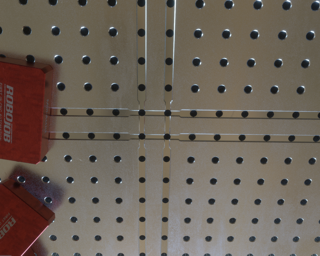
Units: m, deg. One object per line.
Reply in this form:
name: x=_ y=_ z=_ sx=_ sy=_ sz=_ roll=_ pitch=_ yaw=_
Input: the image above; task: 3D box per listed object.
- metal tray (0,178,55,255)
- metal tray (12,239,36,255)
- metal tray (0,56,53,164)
metal tray: x=-0.227 y=0.149 z=0.440 sx=0.090 sy=0.030 sz=0.130 roll=41 pitch=92 yaw=-4
metal tray: x=-0.267 y=0.216 z=0.486 sx=0.131 sy=0.030 sz=0.090 roll=-17 pitch=110 yaw=6
metal tray: x=-0.192 y=-0.023 z=0.400 sx=0.091 sy=0.030 sz=0.129 roll=10 pitch=110 yaw=-4
